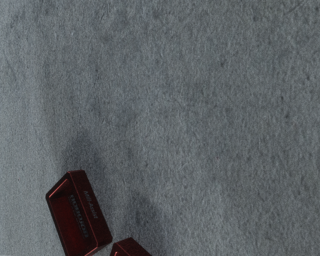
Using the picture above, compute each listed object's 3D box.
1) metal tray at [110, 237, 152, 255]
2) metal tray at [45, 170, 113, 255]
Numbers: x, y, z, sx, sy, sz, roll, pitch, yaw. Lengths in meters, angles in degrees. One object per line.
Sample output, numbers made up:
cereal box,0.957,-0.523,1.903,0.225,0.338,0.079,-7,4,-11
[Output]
metal tray,-0.042,0.234,0.433,0.090,0.030,0.129,29,108,36
metal tray,-0.137,0.146,0.511,0.090,0.030,0.130,-42,65,31
